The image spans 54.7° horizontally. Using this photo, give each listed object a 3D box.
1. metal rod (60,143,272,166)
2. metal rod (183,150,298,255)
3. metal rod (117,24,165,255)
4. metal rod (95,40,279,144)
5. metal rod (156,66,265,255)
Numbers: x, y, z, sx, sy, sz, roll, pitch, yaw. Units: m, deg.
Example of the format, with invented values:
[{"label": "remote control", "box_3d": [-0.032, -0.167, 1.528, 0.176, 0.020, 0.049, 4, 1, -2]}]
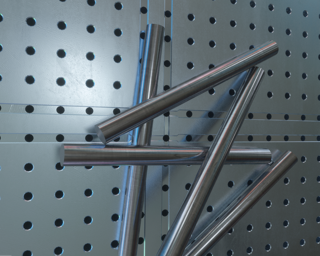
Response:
[{"label": "metal rod", "box_3d": [0.028, 0.036, 0.403, 0.303, 0.025, 0.025, 3, 89, -28]}, {"label": "metal rod", "box_3d": [0.095, 0.136, 0.449, 0.301, 0.025, 0.025, -39, 103, -16]}, {"label": "metal rod", "box_3d": [-0.024, 0.014, 0.404, 0.025, 0.025, 0.298, 8, 87, -20]}, {"label": "metal rod", "box_3d": [0.052, -0.058, 0.414, 0.302, 0.025, 0.025, -29, 100, -25]}, {"label": "metal rod", "box_3d": [0.077, 0.030, 0.401, 0.025, 0.025, 0.300, 40, 62, -16]}]
